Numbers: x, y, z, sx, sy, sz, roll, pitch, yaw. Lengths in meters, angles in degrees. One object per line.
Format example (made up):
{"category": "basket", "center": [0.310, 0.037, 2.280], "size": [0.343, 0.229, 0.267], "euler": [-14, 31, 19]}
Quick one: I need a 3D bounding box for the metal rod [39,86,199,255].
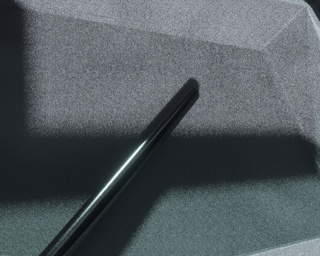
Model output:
{"category": "metal rod", "center": [-0.028, 0.038, 0.368], "size": [0.025, 0.025, 0.301], "euler": [41, 51, -1]}
